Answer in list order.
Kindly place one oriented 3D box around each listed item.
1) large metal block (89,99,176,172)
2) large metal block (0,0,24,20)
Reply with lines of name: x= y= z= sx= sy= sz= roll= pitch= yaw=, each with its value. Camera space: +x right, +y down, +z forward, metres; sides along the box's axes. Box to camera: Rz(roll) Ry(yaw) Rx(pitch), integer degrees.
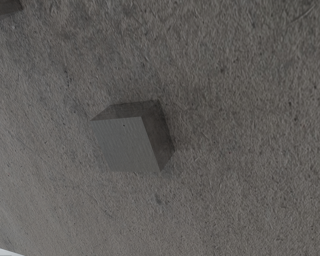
large metal block: x=-0.035 y=0.012 z=0.416 sx=0.080 sy=0.050 sz=0.080 roll=-4 pitch=117 yaw=30
large metal block: x=-0.245 y=-0.159 z=0.402 sx=0.080 sy=0.080 sz=0.050 roll=-7 pitch=115 yaw=31
